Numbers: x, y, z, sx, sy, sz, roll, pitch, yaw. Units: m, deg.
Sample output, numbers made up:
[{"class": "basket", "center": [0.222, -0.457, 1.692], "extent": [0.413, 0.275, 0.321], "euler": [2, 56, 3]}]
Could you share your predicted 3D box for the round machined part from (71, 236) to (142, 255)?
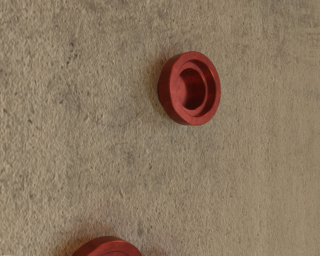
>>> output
[{"class": "round machined part", "center": [-0.067, 0.167, 0.338], "extent": [0.099, 0.042, 0.097], "euler": [0, 90, -40]}]

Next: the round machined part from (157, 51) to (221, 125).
[{"class": "round machined part", "center": [0.035, -0.052, 0.423], "extent": [0.099, 0.042, 0.097], "euler": [0, 90, -40]}]
